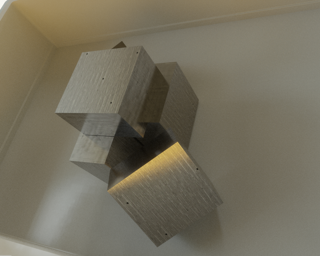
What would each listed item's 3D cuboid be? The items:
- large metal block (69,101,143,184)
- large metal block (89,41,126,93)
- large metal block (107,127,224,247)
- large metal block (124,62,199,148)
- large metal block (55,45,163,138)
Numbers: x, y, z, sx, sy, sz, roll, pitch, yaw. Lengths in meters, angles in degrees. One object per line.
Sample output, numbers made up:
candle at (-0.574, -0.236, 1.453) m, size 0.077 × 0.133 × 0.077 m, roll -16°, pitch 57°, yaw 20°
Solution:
large metal block at (-0.054, 0.021, 0.384) m, size 0.050 × 0.080 × 0.080 m, roll 1°, pitch 62°, yaw 28°
large metal block at (-0.062, -0.066, 0.432) m, size 0.080 × 0.080 × 0.050 m, roll -37°, pitch 86°, yaw 3°
large metal block at (0.004, 0.059, 0.320) m, size 0.080 × 0.080 × 0.050 m, roll -36°, pitch 16°, yaw 4°
large metal block at (0.004, -0.022, 0.379) m, size 0.050 × 0.080 × 0.080 m, roll 1°, pitch 62°, yaw 28°
large metal block at (-0.053, -0.038, 0.335) m, size 0.080 × 0.050 × 0.080 m, roll 2°, pitch 63°, yaw 29°
